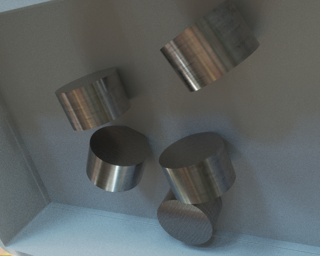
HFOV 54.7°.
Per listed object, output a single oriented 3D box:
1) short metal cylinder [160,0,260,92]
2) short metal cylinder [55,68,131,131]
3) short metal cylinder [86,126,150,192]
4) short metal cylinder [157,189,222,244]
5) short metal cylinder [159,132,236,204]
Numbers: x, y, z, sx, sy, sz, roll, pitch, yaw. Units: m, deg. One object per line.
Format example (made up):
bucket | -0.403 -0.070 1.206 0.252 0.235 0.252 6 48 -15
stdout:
short metal cylinder | 0.047 -0.079 0.299 0.080 0.080 0.050 -29 103 37
short metal cylinder | -0.083 -0.038 0.392 0.080 0.080 0.050 -7 115 31
short metal cylinder | -0.059 0.041 0.428 0.080 0.080 0.050 26 127 12
short metal cylinder | 0.043 0.117 0.442 0.080 0.050 0.079 13 124 20
short metal cylinder | 0.045 0.047 0.377 0.080 0.080 0.050 -11 113 32
